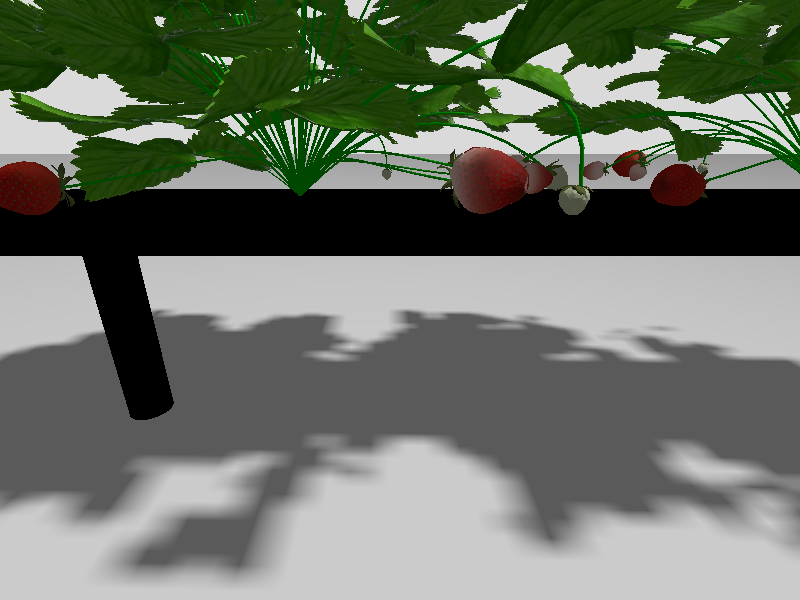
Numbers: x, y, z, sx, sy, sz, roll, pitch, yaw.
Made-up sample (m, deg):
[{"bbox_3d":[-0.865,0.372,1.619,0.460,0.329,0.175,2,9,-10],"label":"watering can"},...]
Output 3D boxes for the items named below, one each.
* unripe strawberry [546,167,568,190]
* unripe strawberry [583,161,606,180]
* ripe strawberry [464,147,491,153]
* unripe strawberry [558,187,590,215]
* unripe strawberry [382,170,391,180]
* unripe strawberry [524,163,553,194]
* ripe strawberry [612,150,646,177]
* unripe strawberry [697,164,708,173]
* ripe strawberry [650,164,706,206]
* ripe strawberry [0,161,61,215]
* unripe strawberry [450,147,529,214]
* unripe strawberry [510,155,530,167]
[{"bbox_3d":[0.143,-0.110,0.366,0.022,0.022,0.024,30,14,-18],"label":"unripe strawberry"},{"bbox_3d":[0.226,-0.151,0.468,0.024,0.021,0.024,-20,25,-41],"label":"unripe strawberry"},{"bbox_3d":[0.066,-0.099,0.311,0.045,0.038,0.044,4,22,8],"label":"ripe strawberry"},{"bbox_3d":[0.099,-0.056,0.229,0.017,0.016,0.015,13,25,30],"label":"unripe strawberry"},{"bbox_3d":[-0.016,-0.146,0.465,0.011,0.011,0.011,11,24,25],"label":"unripe strawberry"},{"bbox_3d":[0.117,-0.104,0.344,0.026,0.026,0.029,0,21,-3],"label":"unripe strawberry"},{"bbox_3d":[0.290,-0.173,0.509,0.037,0.032,0.037,-8,10,-20],"label":"ripe strawberry"},{"bbox_3d":[0.380,-0.165,0.503,0.011,0.011,0.010,2,22,5],"label":"unripe strawberry"},{"bbox_3d":[0.189,-0.079,0.276,0.032,0.028,0.032,-8,23,-18],"label":"ripe strawberry"},{"bbox_3d":[-0.226,-0.067,0.240,0.036,0.031,0.036,-15,26,-33],"label":"ripe strawberry"},{"bbox_3d":[0.055,-0.071,0.241,0.045,0.038,0.045,15,26,32],"label":"unripe strawberry"},{"bbox_3d":[0.120,-0.135,0.423,0.033,0.032,0.030,-42,1,29],"label":"unripe strawberry"}]
